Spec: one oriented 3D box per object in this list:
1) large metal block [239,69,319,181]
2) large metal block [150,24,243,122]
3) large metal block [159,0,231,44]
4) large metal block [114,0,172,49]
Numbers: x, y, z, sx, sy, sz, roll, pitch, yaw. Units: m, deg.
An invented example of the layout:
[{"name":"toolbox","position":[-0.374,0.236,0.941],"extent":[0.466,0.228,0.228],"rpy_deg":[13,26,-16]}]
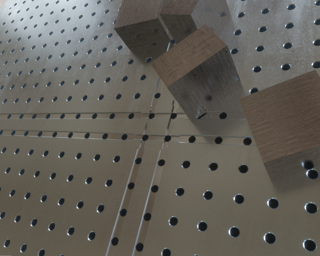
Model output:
[{"name":"large metal block","position":[0.138,-0.002,0.321],"extent":[0.080,0.050,0.080],"rpy_deg":[-21,54,15]},{"name":"large metal block","position":[0.048,-0.066,0.389],"extent":[0.080,0.080,0.050],"rpy_deg":[-35,51,5]},{"name":"large metal block","position":[0.054,-0.163,0.445],"extent":[0.050,0.080,0.080],"rpy_deg":[17,70,35]},{"name":"large metal block","position":[-0.021,-0.186,0.519],"extent":[0.080,0.050,0.080],"rpy_deg":[-3,60,26]}]
